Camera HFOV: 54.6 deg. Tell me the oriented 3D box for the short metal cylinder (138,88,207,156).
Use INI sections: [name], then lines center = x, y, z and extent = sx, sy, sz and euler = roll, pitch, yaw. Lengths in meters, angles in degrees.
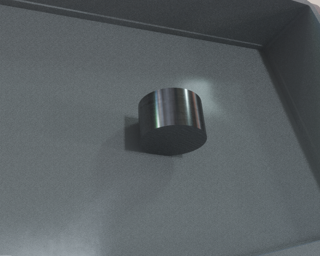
[short metal cylinder]
center = 0.014, -0.005, 0.381
extent = 0.081, 0.080, 0.050
euler = 10, 58, -23
